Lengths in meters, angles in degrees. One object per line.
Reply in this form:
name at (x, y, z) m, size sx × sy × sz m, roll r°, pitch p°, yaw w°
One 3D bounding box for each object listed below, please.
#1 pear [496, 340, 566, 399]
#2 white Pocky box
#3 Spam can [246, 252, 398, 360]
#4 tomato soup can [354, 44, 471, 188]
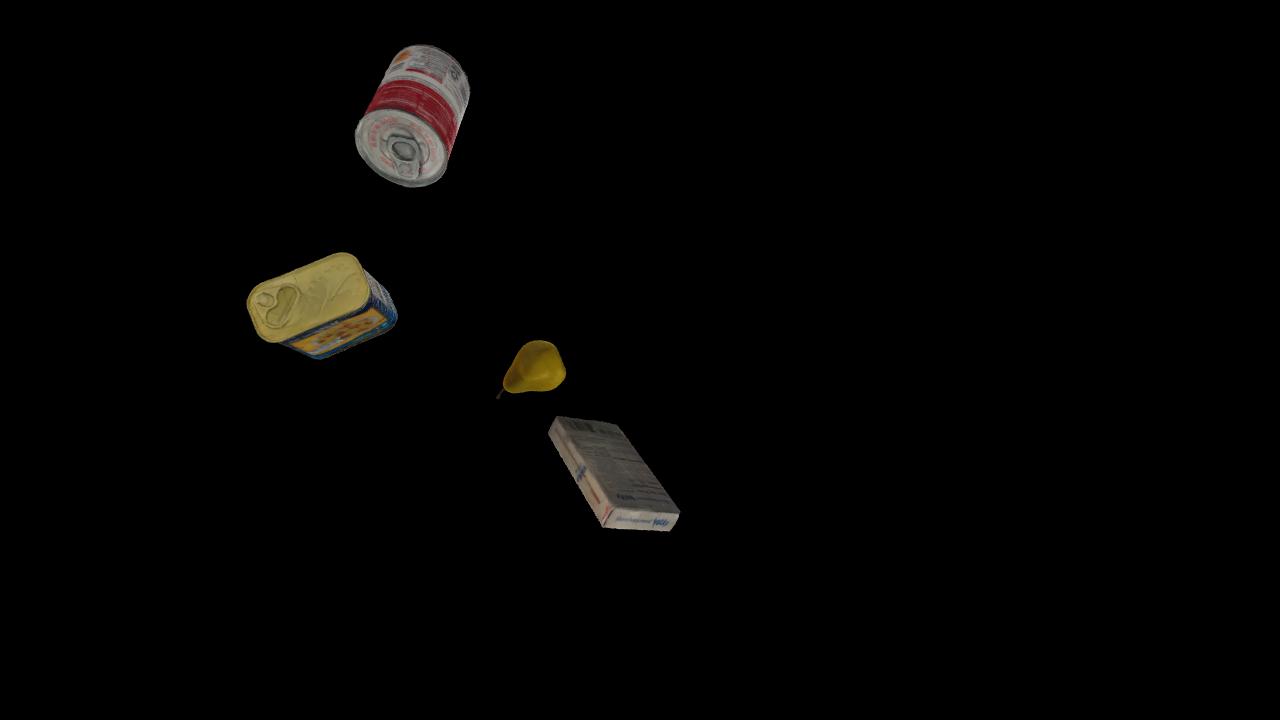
pear at (-0.168, 0.018, 0.910) m, size 0.111 × 0.080 × 0.080 m, roll -23°, pitch 4°, yaw -9°
white Pocky box at (-0.030, 0.113, 0.630) m, size 0.084 × 0.028 × 0.154 m, roll 14°, pitch 21°, yaw -36°
Spam can at (-0.288, -0.046, 0.571) m, size 0.101 × 0.058 × 0.085 m, roll -24°, pitch -10°, yaw -7°
tomato soup can at (-0.178, -0.197, 0.492) m, size 0.068 × 0.101 × 0.068 m, roll 1°, pitch -37°, yaw 0°
